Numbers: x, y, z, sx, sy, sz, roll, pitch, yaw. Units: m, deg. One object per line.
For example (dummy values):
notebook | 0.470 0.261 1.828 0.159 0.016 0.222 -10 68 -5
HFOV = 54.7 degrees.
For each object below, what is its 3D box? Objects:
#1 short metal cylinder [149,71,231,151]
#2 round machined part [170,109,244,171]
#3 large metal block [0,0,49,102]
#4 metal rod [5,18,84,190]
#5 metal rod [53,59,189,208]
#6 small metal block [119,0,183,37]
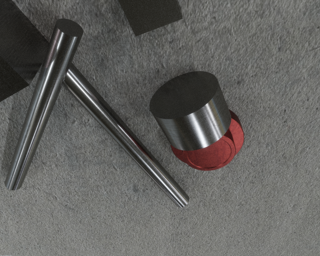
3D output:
short metal cylinder | 0.035 -0.020 0.354 0.080 0.080 0.050 -19 128 15
round machined part | 0.063 0.020 0.414 0.099 0.042 0.097 -1 130 0
large metal block | -0.161 -0.082 0.299 0.050 0.080 0.080 -24 126 19
metal rod | -0.154 -0.004 0.380 0.025 0.025 0.298 22 133 -18
metal rod | -0.040 0.022 0.425 0.025 0.025 0.300 -25 126 19
small metal block | -0.010 -0.125 0.301 0.050 0.025 0.050 -17 129 13
